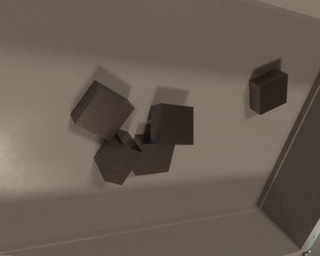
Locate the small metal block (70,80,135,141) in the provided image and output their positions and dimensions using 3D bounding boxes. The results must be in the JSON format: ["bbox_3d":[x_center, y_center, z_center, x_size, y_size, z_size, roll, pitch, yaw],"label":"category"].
[{"bbox_3d":[-0.067,-0.020,0.361,0.050,0.025,0.050,30,101,-38],"label":"small metal block"}]

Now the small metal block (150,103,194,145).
[{"bbox_3d":[0.016,-0.003,0.402,0.050,0.025,0.050,4,83,-31],"label":"small metal block"}]

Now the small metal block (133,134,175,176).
[{"bbox_3d":[-0.011,0.036,0.426,0.050,0.025,0.050,-3,120,-28],"label":"small metal block"}]

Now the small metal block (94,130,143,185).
[{"bbox_3d":[-0.053,0.034,0.386,0.025,0.050,0.050,22,106,-37],"label":"small metal block"}]

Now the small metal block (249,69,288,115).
[{"bbox_3d":[0.163,-0.055,0.467,0.050,0.025,0.050,-24,128,-14],"label":"small metal block"}]
